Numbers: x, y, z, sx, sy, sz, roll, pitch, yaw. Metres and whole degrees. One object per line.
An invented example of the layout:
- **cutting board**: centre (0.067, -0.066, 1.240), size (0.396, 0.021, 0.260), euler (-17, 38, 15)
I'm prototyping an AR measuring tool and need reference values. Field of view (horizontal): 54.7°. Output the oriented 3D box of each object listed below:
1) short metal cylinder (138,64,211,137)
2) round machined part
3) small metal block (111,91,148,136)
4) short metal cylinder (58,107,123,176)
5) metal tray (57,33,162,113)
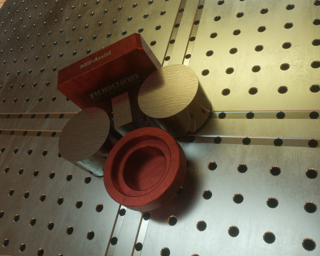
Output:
- **short metal cylinder**: centre (0.019, -0.035, 0.399), size (0.080, 0.050, 0.080), euler (-13, 56, 21)
- **round machined part**: centre (-0.014, 0.051, 0.368), size (0.098, 0.042, 0.098), euler (-13, 56, 21)
- **small metal block**: centre (-0.039, -0.012, 0.414), size (0.025, 0.050, 0.050), euler (-23, 53, 15)
- **short metal cylinder**: centre (-0.089, 0.019, 0.422), size (0.080, 0.050, 0.080), euler (-13, 56, 21)
- **metal tray**: centre (-0.065, -0.068, 0.436), size (0.130, 0.090, 0.030), euler (-22, 54, 16)
